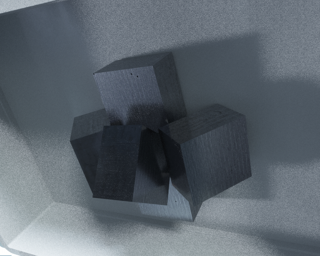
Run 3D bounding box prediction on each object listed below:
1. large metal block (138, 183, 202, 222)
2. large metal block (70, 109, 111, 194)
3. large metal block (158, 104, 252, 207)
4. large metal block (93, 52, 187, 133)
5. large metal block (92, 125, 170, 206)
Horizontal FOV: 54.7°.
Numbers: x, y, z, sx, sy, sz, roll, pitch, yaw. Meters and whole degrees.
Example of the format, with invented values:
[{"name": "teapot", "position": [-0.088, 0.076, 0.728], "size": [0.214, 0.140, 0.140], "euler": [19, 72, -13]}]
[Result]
[{"name": "large metal block", "position": [0.011, 0.079, 0.434], "size": [0.080, 0.050, 0.080], "euler": [1, 119, 28]}, {"name": "large metal block", "position": [-0.080, 0.028, 0.421], "size": [0.050, 0.080, 0.080], "euler": [-18, 115, -4]}, {"name": "large metal block", "position": [0.052, 0.028, 0.352], "size": [0.050, 0.081, 0.080], "euler": [36, 144, 58]}, {"name": "large metal block", "position": [-0.022, -0.041, 0.374], "size": [0.080, 0.050, 0.080], "euler": [-1, 118, 29]}, {"name": "large metal block", "position": [-0.027, 0.046, 0.363], "size": [0.050, 0.080, 0.080], "euler": [-1, 74, 27]}]
